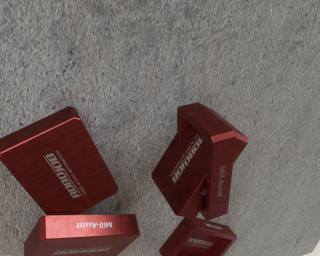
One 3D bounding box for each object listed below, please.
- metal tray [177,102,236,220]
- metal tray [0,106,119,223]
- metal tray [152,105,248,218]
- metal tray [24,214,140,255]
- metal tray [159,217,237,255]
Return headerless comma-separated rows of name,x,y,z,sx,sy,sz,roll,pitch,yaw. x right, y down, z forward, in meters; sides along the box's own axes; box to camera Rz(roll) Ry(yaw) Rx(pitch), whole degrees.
metal tray,0.056,0.043,0.404,0.030,0.090,0.129,-14,123,-19
metal tray,-0.115,0.048,0.371,0.090,0.030,0.129,-28,128,-11
metal tray,0.047,0.042,0.416,0.030,0.090,0.129,21,107,-35
metal tray,-0.105,0.150,0.418,0.131,0.030,0.089,10,136,-33
metal tray,0.074,0.217,0.577,0.131,0.030,0.090,26,104,-37
